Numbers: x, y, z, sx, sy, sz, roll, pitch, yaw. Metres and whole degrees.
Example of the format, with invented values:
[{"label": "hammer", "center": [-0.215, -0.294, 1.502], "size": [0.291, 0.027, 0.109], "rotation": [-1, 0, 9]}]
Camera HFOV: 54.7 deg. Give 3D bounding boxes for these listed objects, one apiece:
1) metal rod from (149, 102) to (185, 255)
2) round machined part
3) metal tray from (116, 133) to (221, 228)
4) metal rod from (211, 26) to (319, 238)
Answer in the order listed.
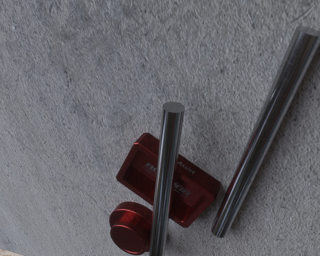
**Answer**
[{"label": "metal rod", "center": [0.004, 0.100, 0.427], "size": [0.025, 0.025, 0.298], "rotation": [18, 126, 18]}, {"label": "round machined part", "center": [-0.045, 0.177, 0.530], "size": [0.098, 0.042, 0.097], "rotation": [13, 124, 21]}, {"label": "metal tray", "center": [0.009, 0.077, 0.446], "size": [0.130, 0.030, 0.089], "rotation": [34, 129, 5]}, {"label": "metal rod", "center": [0.112, 0.031, 0.367], "size": [0.025, 0.025, 0.298], "rotation": [22, 127, 15]}]
